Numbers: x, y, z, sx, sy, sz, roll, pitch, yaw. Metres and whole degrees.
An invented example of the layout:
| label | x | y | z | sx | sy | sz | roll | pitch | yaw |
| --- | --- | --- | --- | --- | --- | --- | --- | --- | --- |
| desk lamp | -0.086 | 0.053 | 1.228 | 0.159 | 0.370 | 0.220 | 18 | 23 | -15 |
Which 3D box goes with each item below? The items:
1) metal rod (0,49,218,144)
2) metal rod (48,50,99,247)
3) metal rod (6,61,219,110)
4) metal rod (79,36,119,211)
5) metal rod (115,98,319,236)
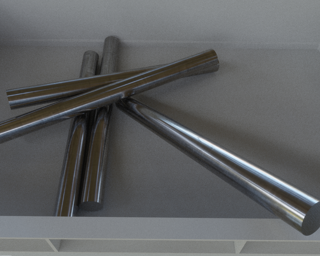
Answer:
| label | x | y | z | sx | sy | sz | roll | pitch | yaw |
| --- | --- | --- | --- | --- | --- | --- | --- | --- | --- |
| metal rod | -0.060 | -0.046 | 0.405 | 0.302 | 0.025 | 0.025 | -22 | 54 | -14 |
| metal rod | -0.105 | 0.000 | 0.403 | 0.025 | 0.025 | 0.300 | -2 | 50 | -2 |
| metal rod | -0.048 | -0.068 | 0.433 | 0.303 | 0.025 | 0.025 | -14 | 51 | -23 |
| metal rod | -0.078 | -0.030 | 0.429 | 0.025 | 0.025 | 0.300 | -1 | 50 | -1 |
| metal rod | 0.023 | 0.010 | 0.316 | 0.025 | 0.025 | 0.300 | -26 | 30 | -21 |
